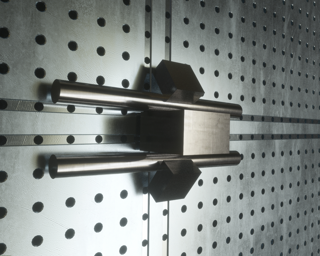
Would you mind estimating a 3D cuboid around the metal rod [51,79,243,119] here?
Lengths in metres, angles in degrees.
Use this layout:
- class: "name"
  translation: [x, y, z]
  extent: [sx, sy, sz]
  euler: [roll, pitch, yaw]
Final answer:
- class: "metal rod"
  translation: [0.010, -0.032, 0.412]
  extent: [0.302, 0.025, 0.025]
  euler: [3, 89, -40]

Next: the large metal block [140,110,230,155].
- class: "large metal block"
  translation: [0.031, 0.006, 0.394]
  extent: [0.081, 0.080, 0.050]
  euler: [2, 89, -40]

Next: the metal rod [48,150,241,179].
- class: "metal rod"
  translation: [0.007, 0.044, 0.411]
  extent: [0.302, 0.025, 0.025]
  euler: [3, 89, -40]

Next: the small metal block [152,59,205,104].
- class: "small metal block"
  translation: [0.025, -0.060, 0.410]
  extent: [0.050, 0.025, 0.050]
  euler: [1, 55, -40]

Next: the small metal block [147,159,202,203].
- class: "small metal block"
  translation: [0.019, 0.069, 0.405]
  extent: [0.050, 0.025, 0.050]
  euler: [4, 125, -40]
